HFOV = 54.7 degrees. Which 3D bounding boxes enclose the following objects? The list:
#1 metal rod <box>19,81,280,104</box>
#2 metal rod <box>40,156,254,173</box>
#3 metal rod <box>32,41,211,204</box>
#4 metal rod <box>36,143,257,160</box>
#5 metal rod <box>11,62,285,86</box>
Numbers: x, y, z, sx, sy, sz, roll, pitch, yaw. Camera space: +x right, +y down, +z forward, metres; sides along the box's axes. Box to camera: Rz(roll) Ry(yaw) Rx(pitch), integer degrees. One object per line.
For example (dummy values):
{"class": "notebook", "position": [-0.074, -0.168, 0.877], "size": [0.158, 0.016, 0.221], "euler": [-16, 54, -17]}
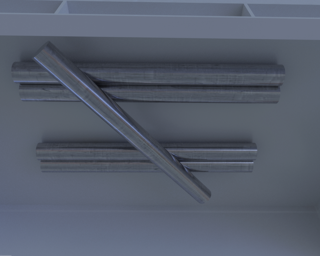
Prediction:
{"class": "metal rod", "position": [-0.011, -0.043, 0.370], "size": [0.302, 0.025, 0.025], "euler": [0, 130, -1]}
{"class": "metal rod", "position": [-0.018, 0.052, 0.451], "size": [0.302, 0.025, 0.025], "euler": [0, 130, -1]}
{"class": "metal rod", "position": [-0.026, 0.012, 0.385], "size": [0.025, 0.025, 0.300], "euler": [-31, 124, 23]}
{"class": "metal rod", "position": [-0.018, 0.033, 0.434], "size": [0.302, 0.025, 0.025], "euler": [0, 130, -1]}
{"class": "metal rod", "position": [-0.012, -0.062, 0.354], "size": [0.302, 0.025, 0.025], "euler": [0, 130, -1]}
